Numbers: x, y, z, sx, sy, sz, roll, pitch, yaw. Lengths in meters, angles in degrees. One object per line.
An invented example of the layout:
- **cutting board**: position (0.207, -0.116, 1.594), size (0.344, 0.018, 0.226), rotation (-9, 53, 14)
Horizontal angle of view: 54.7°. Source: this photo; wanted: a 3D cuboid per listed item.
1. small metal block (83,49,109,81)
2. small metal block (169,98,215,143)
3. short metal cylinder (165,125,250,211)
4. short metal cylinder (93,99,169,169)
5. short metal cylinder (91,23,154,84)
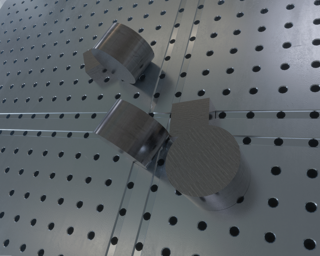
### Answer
- **small metal block**: position (-0.102, -0.117, 0.534), size (0.050, 0.025, 0.050), rotation (-26, 53, 12)
- **small metal block**: position (0.041, -0.007, 0.391), size (0.050, 0.025, 0.050), rotation (-7, 58, 24)
- **short metal cylinder**: position (0.053, 0.044, 0.338), size (0.080, 0.050, 0.080), rotation (-13, 56, 21)
- **short metal cylinder**: position (-0.036, 0.008, 0.387), size (0.080, 0.080, 0.050), rotation (25, 76, 37)
- **short metal cylinder**: position (-0.056, -0.112, 0.471), size (0.080, 0.080, 0.050), rotation (26, 76, 37)
